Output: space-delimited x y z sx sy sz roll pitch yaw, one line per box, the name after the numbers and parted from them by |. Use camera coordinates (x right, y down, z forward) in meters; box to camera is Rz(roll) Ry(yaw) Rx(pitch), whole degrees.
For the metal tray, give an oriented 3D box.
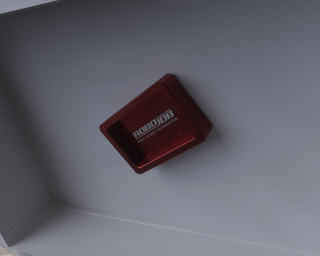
-0.009 0.000 0.407 0.130 0.030 0.090 -32 101 38 | metal tray
